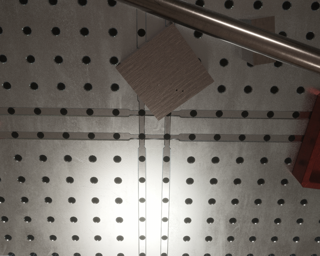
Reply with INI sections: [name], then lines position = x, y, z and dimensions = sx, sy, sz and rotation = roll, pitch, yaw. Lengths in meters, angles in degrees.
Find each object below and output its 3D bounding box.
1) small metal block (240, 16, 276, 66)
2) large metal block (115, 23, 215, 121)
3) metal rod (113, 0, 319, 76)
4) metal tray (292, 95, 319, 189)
[small metal block]
position = 0.114, -0.104, 0.363
dimensions = 0.025, 0.050, 0.050
rotation = -9, 110, 3
[large metal block]
position = 0.006, -0.069, 0.375
dimensions = 0.080, 0.050, 0.080
rotation = -35, 107, 12
[metal rod]
position = 0.062, -0.110, 0.332
dimensions = 0.301, 0.025, 0.025
rotation = 23, 109, 8
[metal tray]
position = 0.247, 0.023, 0.422
dimensions = 0.091, 0.030, 0.129
rotation = 8, 110, -4
